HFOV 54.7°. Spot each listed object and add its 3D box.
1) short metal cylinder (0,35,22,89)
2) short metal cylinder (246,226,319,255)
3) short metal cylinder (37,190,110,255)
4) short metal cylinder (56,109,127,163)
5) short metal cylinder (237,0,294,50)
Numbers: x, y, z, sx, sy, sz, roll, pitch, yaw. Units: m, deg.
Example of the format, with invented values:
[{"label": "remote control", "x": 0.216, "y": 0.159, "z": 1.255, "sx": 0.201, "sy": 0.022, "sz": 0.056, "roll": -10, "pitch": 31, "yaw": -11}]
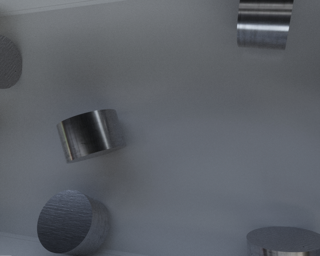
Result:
[{"label": "short metal cylinder", "x": -0.260, "y": -0.100, "z": 0.471, "sx": 0.050, "sy": 0.080, "sz": 0.079, "roll": 3, "pitch": 91, "yaw": 20}, {"label": "short metal cylinder", "x": 0.136, "y": 0.143, "z": 0.333, "sx": 0.080, "sy": 0.080, "sz": 0.050, "roll": -4, "pitch": 89, "yaw": 19}, {"label": "short metal cylinder", "x": -0.116, "y": 0.130, "z": 0.421, "sx": 0.080, "sy": 0.050, "sz": 0.080, "roll": -8, "pitch": 62, "yaw": 15}, {"label": "short metal cylinder", "x": -0.090, "y": 0.012, "z": 0.412, "sx": 0.080, "sy": 0.080, "sz": 0.050, "roll": -19, "pitch": 84, "yaw": 18}, {"label": "short metal cylinder", "x": 0.118, "y": -0.128, "z": 0.340, "sx": 0.050, "sy": 0.080, "sz": 0.079, "roll": 10, "pitch": 93, "yaw": 19}]
